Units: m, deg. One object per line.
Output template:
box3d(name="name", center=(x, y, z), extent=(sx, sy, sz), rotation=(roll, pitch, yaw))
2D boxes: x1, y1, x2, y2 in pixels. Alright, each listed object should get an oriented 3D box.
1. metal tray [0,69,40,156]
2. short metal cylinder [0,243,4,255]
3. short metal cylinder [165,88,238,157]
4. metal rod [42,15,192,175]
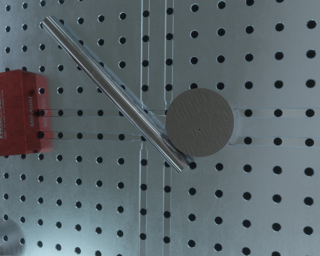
box3d(name="metal tray", center=(-0.242, -0.021, 0.493), extent=(0.090, 0.030, 0.129), rotation=(-5, 88, 19))
box3d(name="short metal cylinder", center=(-0.306, 0.218, 0.505), extent=(0.080, 0.050, 0.079), rotation=(0, 90, 19))
box3d(name="short metal cylinder", center=(0.053, -0.006, 0.380), extent=(0.080, 0.050, 0.079), rotation=(0, 90, 19))
box3d(name="metal rod", center=(-0.067, -0.054, 0.435), extent=(0.300, 0.025, 0.025), rotation=(47, 104, 13))
